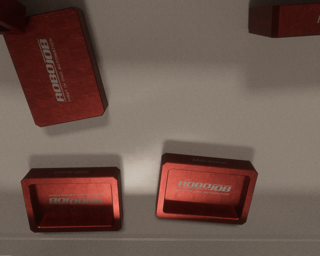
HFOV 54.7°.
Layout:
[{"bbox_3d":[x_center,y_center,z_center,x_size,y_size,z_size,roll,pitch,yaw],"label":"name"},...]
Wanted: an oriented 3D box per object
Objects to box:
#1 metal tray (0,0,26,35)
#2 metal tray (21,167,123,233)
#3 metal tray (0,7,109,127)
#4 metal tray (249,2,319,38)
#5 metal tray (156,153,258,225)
[{"bbox_3d":[-0.216,-0.120,0.305,0.131,0.090,0.030,2,90,8],"label":"metal tray"},{"bbox_3d":[-0.122,0.103,0.444,0.131,0.030,0.089,-1,110,0],"label":"metal tray"},{"bbox_3d":[-0.125,-0.072,0.380,0.090,0.030,0.129,-11,110,3],"label":"metal tray"},{"bbox_3d":[0.173,-0.120,0.334,0.131,0.090,0.030,-4,110,1],"label":"metal tray"},{"bbox_3d":[0.063,0.087,0.441,0.131,0.030,0.089,6,110,-3],"label":"metal tray"}]
